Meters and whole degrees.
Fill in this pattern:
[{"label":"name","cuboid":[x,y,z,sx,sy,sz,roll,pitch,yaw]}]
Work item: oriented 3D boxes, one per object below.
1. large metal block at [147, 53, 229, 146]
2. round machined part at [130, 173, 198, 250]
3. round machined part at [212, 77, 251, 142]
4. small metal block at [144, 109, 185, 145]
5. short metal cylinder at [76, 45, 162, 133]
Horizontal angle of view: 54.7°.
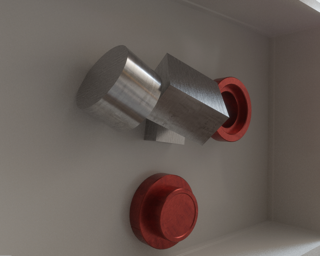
[{"label":"large metal block","cuboid":[0.030,-0.036,0.379,0.080,0.050,0.080,26,32,-20]},{"label":"round machined part","cuboid":[0.012,0.111,0.408,0.099,0.042,0.097,0,90,-40]},{"label":"round machined part","cuboid":[0.095,-0.028,0.478,0.099,0.042,0.097,0,90,-40]},{"label":"small metal block","cuboid":[0.009,-0.005,0.416,0.050,0.025,0.050,10,84,-40]},{"label":"short metal cylinder","cuboid":[-0.044,-0.042,0.335,0.050,0.080,0.080,37,68,-35]}]
